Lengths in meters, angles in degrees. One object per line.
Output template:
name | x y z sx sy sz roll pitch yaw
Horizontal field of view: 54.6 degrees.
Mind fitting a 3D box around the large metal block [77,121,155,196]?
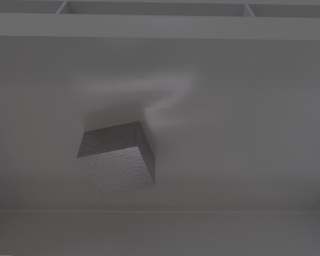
large metal block | -0.056 0.043 0.429 0.080 0.050 0.080 -11 129 9
